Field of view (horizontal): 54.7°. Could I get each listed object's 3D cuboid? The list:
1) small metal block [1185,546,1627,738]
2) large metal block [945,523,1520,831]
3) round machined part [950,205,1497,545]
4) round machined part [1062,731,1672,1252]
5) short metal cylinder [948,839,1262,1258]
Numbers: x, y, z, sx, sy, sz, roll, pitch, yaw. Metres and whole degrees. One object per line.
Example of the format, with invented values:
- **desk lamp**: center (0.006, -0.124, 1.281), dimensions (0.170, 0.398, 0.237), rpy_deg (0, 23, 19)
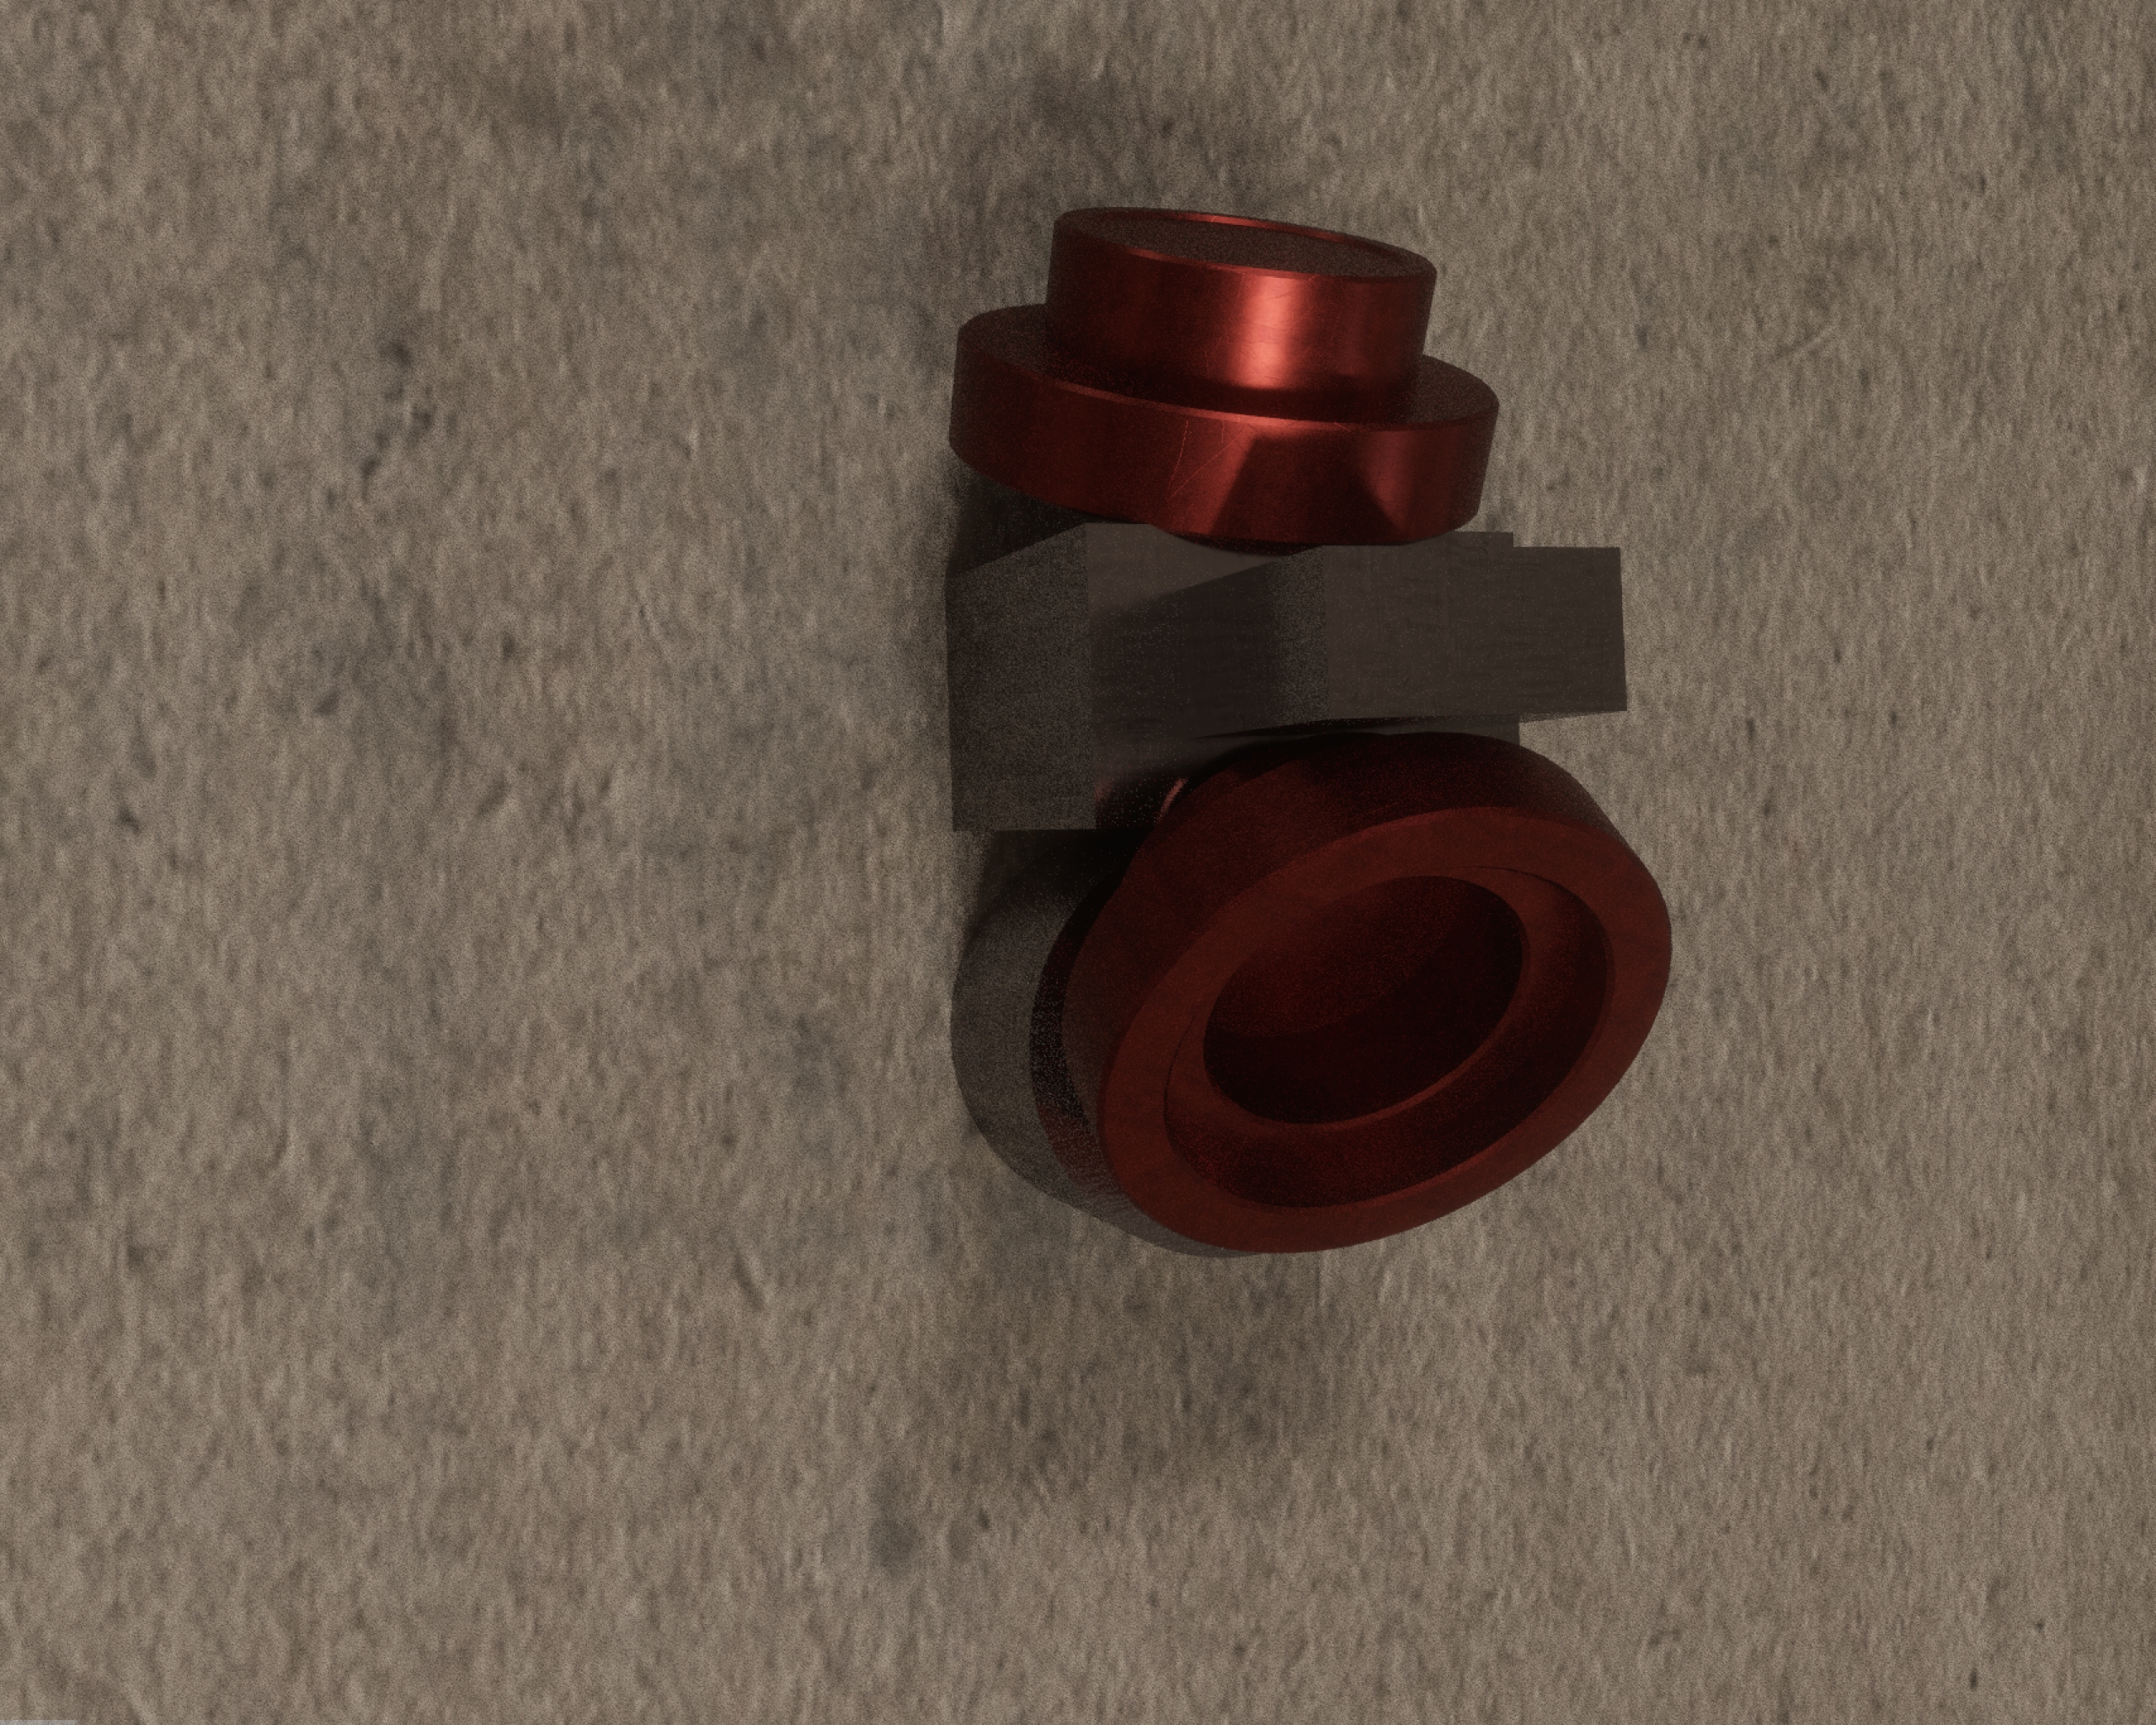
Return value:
- **small metal block**: center (0.051, -0.034, 0.331), dimensions (0.050, 0.050, 0.025), rpy_deg (-3, 91, -20)
- **large metal block**: center (0.026, -0.032, 0.391), dimensions (0.081, 0.080, 0.050), rpy_deg (-2, 91, -20)
- **round machined part**: center (0.027, -0.092, 0.378), dimensions (0.099, 0.098, 0.042), rpy_deg (-2, 116, -20)
- **round machined part**: center (0.044, 0.017, 0.348), dimensions (0.099, 0.042, 0.097), rpy_deg (-11, 132, -13)
- **short metal cylinder**: center (0.020, 0.033, 0.407), dimensions (0.081, 0.050, 0.079), rpy_deg (0, 90, -21)
